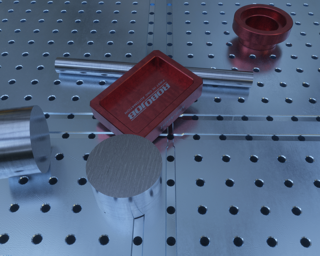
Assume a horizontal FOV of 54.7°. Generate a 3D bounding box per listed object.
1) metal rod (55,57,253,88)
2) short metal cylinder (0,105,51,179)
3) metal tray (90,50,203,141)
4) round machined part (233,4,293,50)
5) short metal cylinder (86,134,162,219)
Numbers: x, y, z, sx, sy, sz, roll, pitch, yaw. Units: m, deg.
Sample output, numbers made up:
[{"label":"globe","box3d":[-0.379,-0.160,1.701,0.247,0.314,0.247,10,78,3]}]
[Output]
[{"label":"metal rod","box3d":[-0.011,-0.086,0.479,0.302,0.025,0.025,5,50,4]},{"label":"short metal cylinder","box3d":[-0.163,0.016,0.357,0.050,0.080,0.080,-7,51,-6]},{"label":"metal tray","box3d":[-0.016,-0.041,0.420,0.090,0.030,0.130,38,68,21]},{"label":"round machined part","box3d":[0.176,-0.174,0.543,0.099,0.042,0.098,0,50,0]},{"label":"short metal cylinder","box3d":[-0.038,0.053,0.346,0.080,0.050,0.080,0,50,0]}]
